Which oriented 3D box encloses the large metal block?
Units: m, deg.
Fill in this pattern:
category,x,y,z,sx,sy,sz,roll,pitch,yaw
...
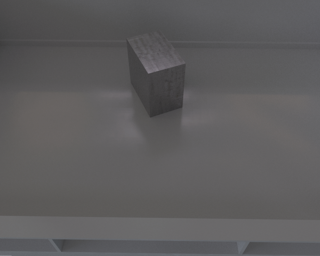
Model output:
category,x,y,z,sx,sy,sz,roll,pitch,yaw
large metal block,-0.007,-0.076,0.433,0.050,0.080,0.080,-18,53,-15
